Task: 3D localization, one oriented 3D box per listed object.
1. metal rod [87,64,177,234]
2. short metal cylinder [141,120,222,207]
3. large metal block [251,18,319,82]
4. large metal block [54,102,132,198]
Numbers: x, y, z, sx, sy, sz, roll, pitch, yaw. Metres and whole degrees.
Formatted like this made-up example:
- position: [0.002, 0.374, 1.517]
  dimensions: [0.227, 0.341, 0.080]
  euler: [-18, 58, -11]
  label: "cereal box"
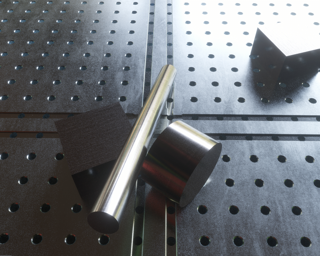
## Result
- position: [-0.015, -0.008, 0.358]
  dimensions: [0.025, 0.025, 0.301]
  euler: [9, 33, 7]
  label: "metal rod"
- position: [0.025, 0.038, 0.340]
  dimensions: [0.050, 0.080, 0.080]
  euler: [31, 57, 23]
  label: "short metal cylinder"
- position: [0.207, -0.127, 0.499]
  dimensions: [0.081, 0.050, 0.080]
  euler: [-15, 52, -12]
  label: "large metal block"
- position: [-0.071, 0.024, 0.371]
  dimensions: [0.081, 0.050, 0.080]
  euler: [-19, 53, -16]
  label: "large metal block"
